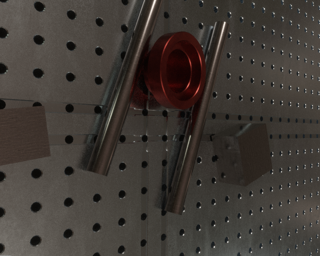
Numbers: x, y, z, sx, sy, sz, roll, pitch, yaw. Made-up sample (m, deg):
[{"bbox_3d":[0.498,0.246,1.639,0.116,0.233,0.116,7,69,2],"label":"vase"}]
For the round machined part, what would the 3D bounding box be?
[{"bbox_3d":[0.016,-0.074,0.406,0.099,0.042,0.097,-10,104,-49],"label":"round machined part"}]

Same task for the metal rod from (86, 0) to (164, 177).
[{"bbox_3d":[-0.031,-0.088,0.384,0.025,0.025,0.299,27,73,-37],"label":"metal rod"}]

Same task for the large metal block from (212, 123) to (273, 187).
[{"bbox_3d":[0.137,0.041,0.511,0.081,0.050,0.079,-19,102,-39],"label":"large metal block"}]

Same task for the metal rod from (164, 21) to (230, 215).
[{"bbox_3d":[0.058,-0.023,0.460,0.025,0.025,0.299,27,73,-37],"label":"metal rod"}]

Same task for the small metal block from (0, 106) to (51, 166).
[{"bbox_3d":[-0.137,0.006,0.295,0.050,0.025,0.050,-10,96,-40],"label":"small metal block"}]
